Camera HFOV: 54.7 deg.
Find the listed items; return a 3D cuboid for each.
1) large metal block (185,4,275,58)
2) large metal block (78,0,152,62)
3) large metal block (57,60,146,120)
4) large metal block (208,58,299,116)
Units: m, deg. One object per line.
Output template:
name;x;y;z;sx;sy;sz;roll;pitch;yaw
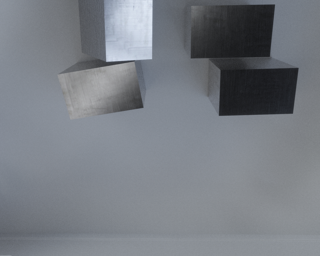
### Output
large metal block;0.071;-0.108;0.343;0.081;0.080;0.050;-1;110;0
large metal block;-0.050;-0.118;0.330;0.050;0.080;0.079;-10;113;-28
large metal block;-0.062;-0.052;0.362;0.080;0.080;0.050;-9;110;3
large metal block;0.103;-0.051;0.365;0.081;0.080;0.050;-2;110;0
